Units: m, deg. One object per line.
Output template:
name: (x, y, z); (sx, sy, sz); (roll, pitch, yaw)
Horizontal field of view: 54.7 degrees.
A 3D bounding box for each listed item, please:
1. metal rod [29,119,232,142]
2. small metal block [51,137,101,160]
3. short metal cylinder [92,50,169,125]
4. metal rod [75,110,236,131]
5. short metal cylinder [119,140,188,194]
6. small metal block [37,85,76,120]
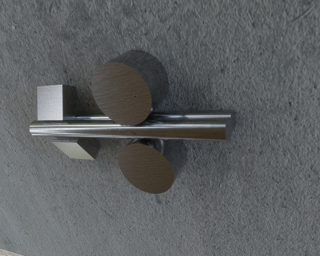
metal rod: (-0.058, 0.001, 0.408); (0.300, 0.025, 0.025); (0, 119, 28)
small metal block: (-0.129, 0.025, 0.479); (0.050, 0.025, 0.050); (0, 145, 27)
short metal cylinder: (-0.035, -0.050, 0.380); (0.080, 0.050, 0.079); (13, 124, 21)
metal rod: (-0.048, -0.010, 0.428); (0.300, 0.025, 0.025); (0, 119, 28)
short metal cylinder: (-0.009, 0.042, 0.423); (0.080, 0.050, 0.079); (13, 124, 21)
small metal block: (-0.152, -0.036, 0.454); (0.050, 0.025, 0.050); (0, 91, 28)
